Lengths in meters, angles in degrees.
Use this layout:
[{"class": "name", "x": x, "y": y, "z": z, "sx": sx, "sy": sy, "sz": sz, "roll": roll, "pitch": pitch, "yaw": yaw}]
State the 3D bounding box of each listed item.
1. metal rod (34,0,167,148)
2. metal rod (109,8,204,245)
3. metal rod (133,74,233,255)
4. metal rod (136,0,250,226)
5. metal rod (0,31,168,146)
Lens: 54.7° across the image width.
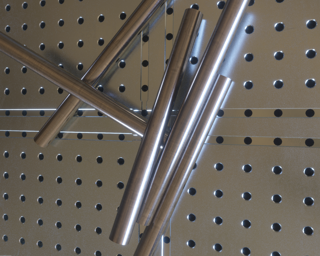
[{"class": "metal rod", "x": -0.084, "y": -0.086, "z": 0.440, "sx": 0.025, "sy": 0.025, "sz": 0.299, "roll": 46, "pitch": 104, "yaw": 14}, {"class": "metal rod", "x": -0.003, "y": -0.006, "z": 0.385, "sx": 0.025, "sy": 0.025, "sz": 0.299, "roll": 17, "pitch": 85, "yaw": 19}, {"class": "metal rod", "x": 0.020, "y": 0.072, "z": 0.404, "sx": 0.025, "sy": 0.025, "sz": 0.298, "roll": 26, "pitch": 98, "yaw": 18}, {"class": "metal rod", "x": 0.034, "y": -0.017, "z": 0.378, "sx": 0.025, "sy": 0.025, "sz": 0.298, "roll": 26, "pitch": 98, "yaw": 18}, {"class": "metal rod", "x": -0.114, "y": -0.056, "z": 0.424, "sx": 0.301, "sy": 0.025, "sz": 0.025, "roll": 31, "pitch": 100, "yaw": 6}]
